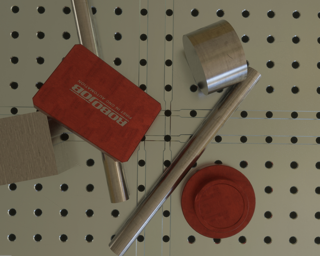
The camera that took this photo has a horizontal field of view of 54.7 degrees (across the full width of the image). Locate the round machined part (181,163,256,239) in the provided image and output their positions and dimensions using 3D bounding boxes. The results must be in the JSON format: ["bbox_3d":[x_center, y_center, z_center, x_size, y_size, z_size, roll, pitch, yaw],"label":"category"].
[{"bbox_3d":[0.077,0.097,0.406,0.099,0.042,0.097,0,90,-1],"label":"round machined part"}]

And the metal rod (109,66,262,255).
[{"bbox_3d":[0.034,0.044,0.413,0.025,0.025,0.300,38,90,-1],"label":"metal rod"}]

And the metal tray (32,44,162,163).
[{"bbox_3d":[-0.075,-0.028,0.383,0.130,0.030,0.090,36,74,-15],"label":"metal tray"}]

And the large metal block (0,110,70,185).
[{"bbox_3d":[-0.170,0.025,0.399,0.080,0.050,0.080,-11,90,-1],"label":"large metal block"}]

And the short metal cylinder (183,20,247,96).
[{"bbox_3d":[0.067,-0.087,0.387,0.050,0.080,0.080,-22,90,-1],"label":"short metal cylinder"}]

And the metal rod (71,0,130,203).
[{"bbox_3d":[-0.082,-0.050,0.412,0.025,0.025,0.298,-11,90,0],"label":"metal rod"}]
